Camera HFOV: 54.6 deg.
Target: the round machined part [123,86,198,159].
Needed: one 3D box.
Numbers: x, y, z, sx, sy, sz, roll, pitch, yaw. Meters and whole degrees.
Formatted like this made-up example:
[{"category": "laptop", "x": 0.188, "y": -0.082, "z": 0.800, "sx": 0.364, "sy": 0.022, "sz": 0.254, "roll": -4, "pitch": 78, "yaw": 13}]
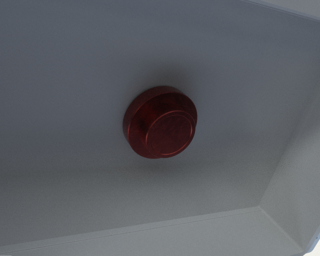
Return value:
[{"category": "round machined part", "x": 0.006, "y": -0.001, "z": 0.396, "sx": 0.099, "sy": 0.042, "sz": 0.097, "roll": -14, "pitch": 124, "yaw": -21}]
